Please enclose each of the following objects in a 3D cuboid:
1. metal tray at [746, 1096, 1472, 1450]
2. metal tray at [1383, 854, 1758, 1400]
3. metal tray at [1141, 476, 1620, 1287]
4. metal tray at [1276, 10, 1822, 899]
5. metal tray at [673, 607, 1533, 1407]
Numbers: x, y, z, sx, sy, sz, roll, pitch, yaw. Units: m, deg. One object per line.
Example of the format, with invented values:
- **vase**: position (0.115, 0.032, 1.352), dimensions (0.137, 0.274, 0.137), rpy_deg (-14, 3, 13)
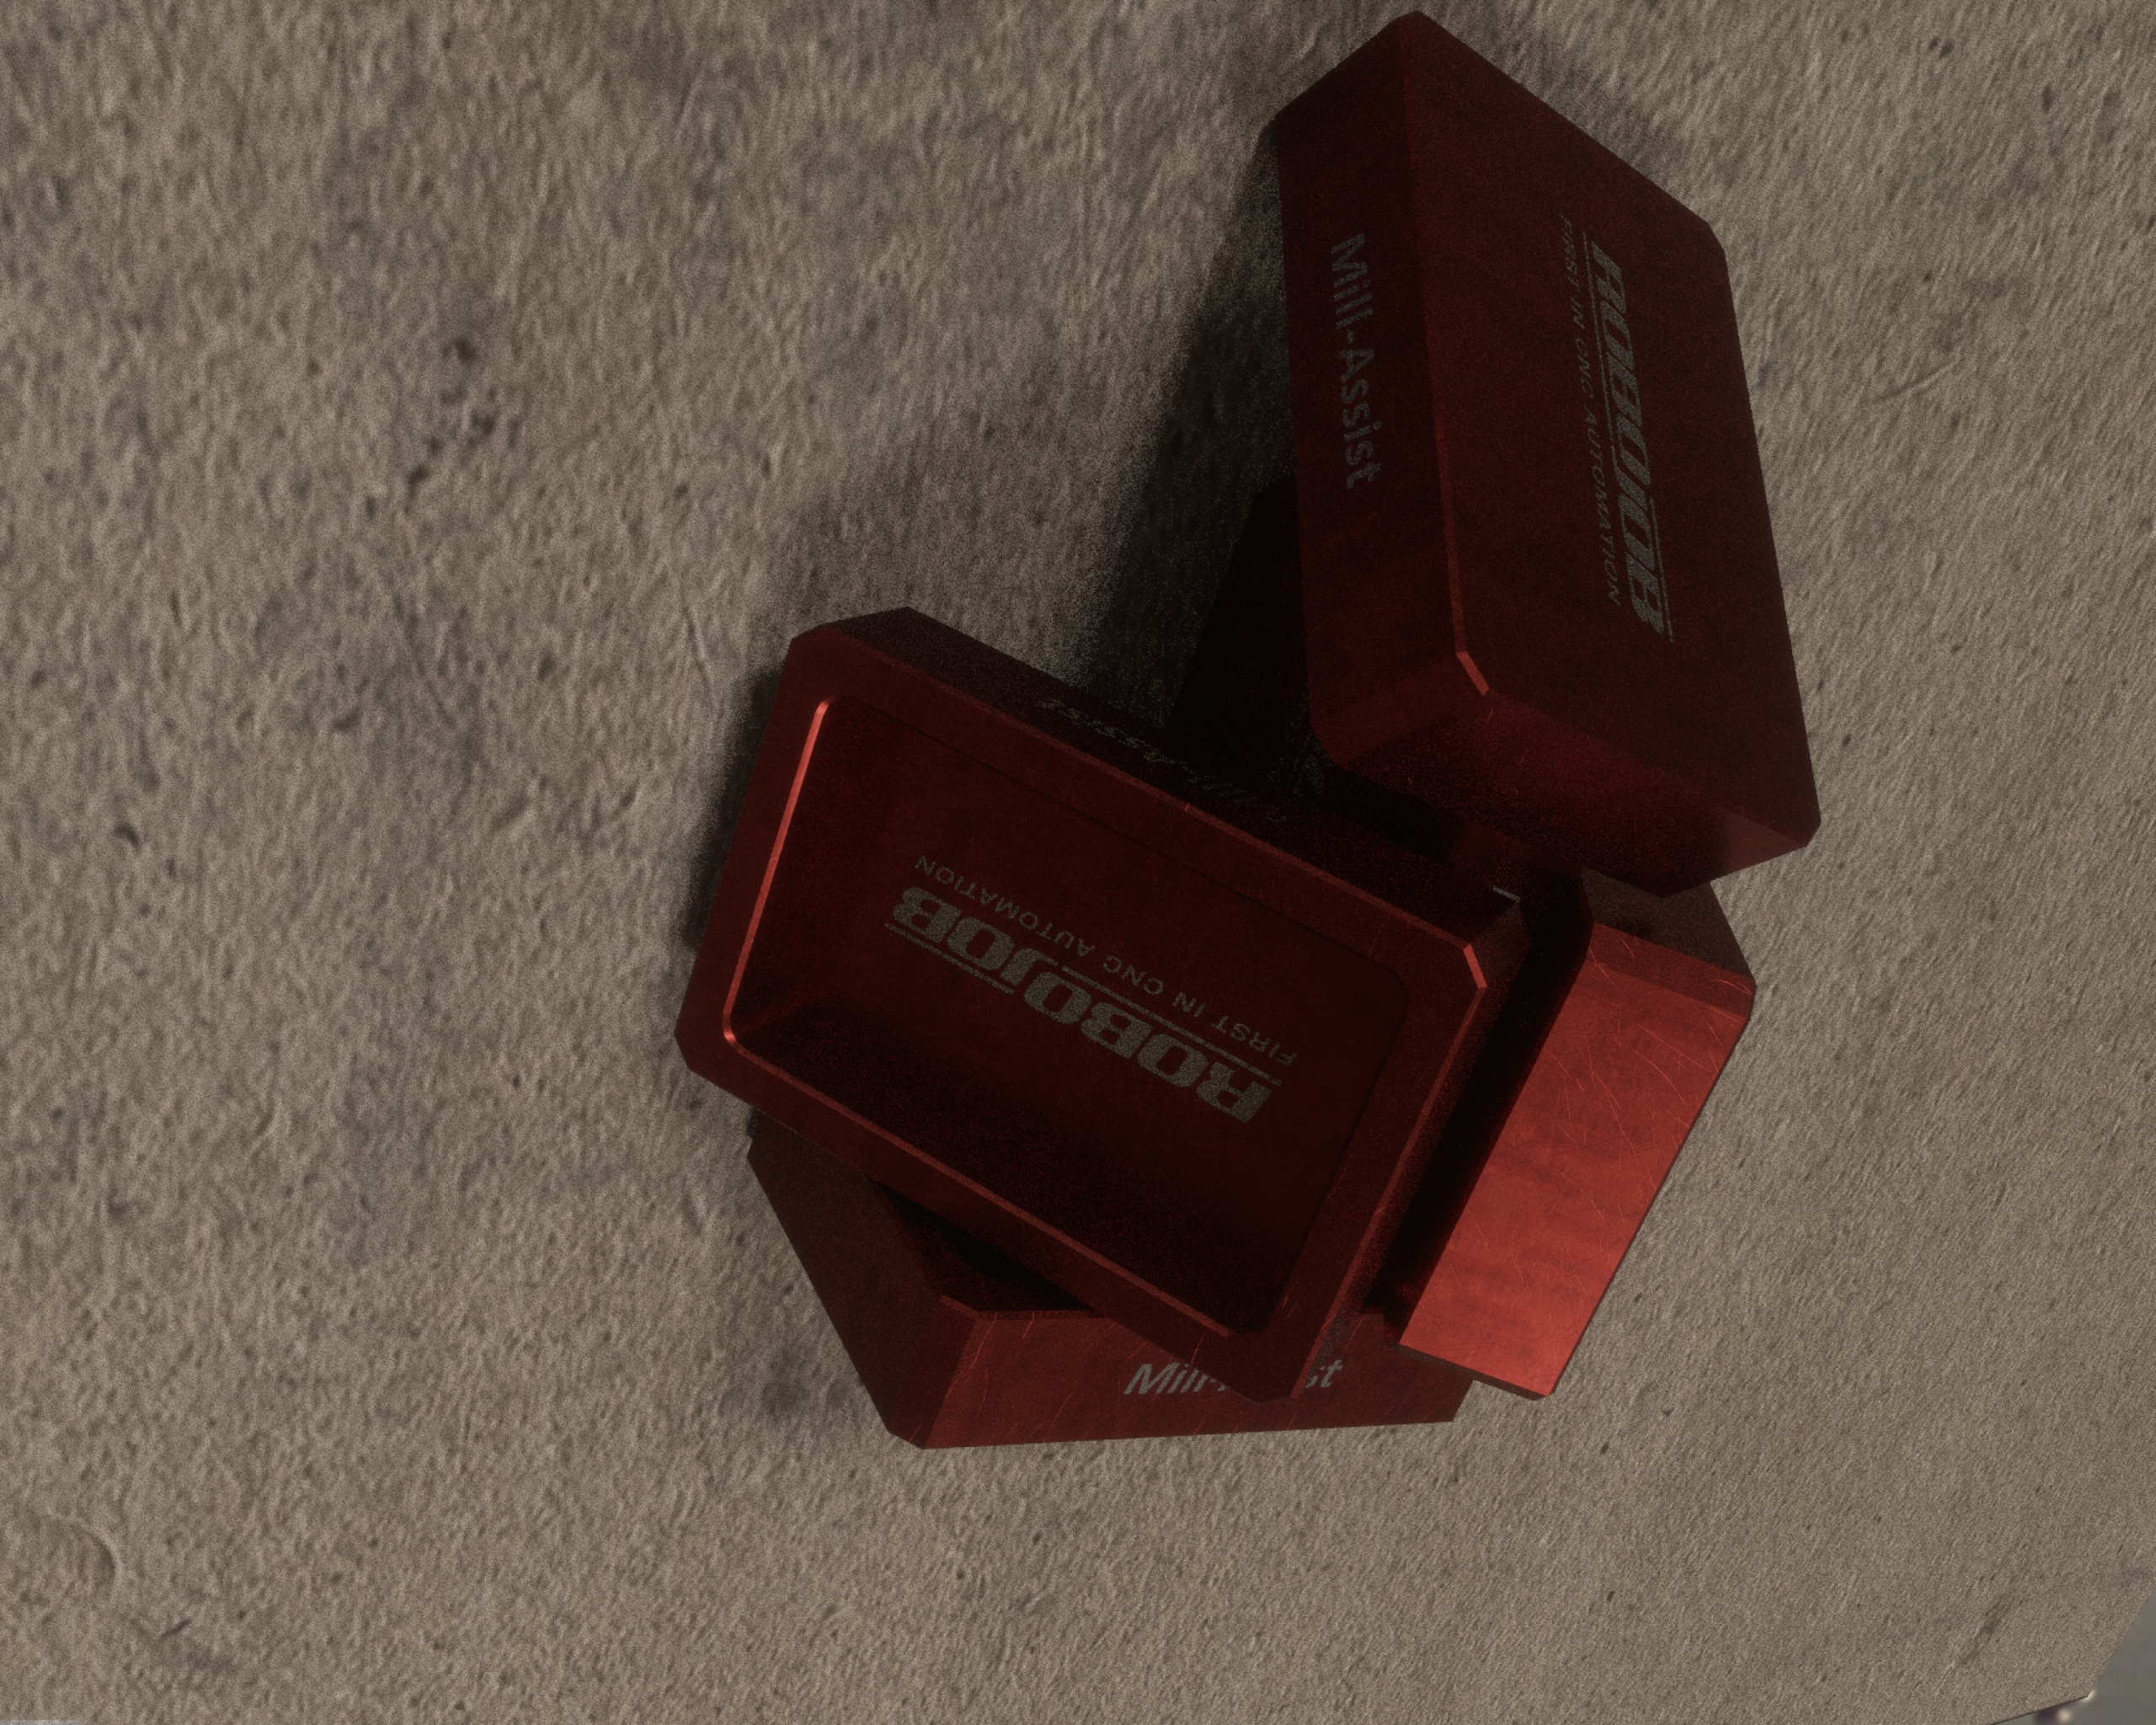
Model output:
- **metal tray**: position (0.010, 0.073, 0.418), dimensions (0.131, 0.090, 0.030), rpy_deg (7, 115, -32)
- **metal tray**: position (0.091, 0.032, 0.415), dimensions (0.030, 0.130, 0.089), rpy_deg (20, 112, -1)
- **metal tray**: position (0.046, 0.004, 0.395), dimensions (0.030, 0.090, 0.129), rpy_deg (7, 115, -32)
- **metal tray**: position (0.078, -0.067, 0.351), dimensions (0.091, 0.130, 0.030), rpy_deg (19, 149, -36)
- **metal tray**: position (0.000, 0.022, 0.360), dimensions (0.030, 0.130, 0.089), rpy_deg (-26, 140, -62)
